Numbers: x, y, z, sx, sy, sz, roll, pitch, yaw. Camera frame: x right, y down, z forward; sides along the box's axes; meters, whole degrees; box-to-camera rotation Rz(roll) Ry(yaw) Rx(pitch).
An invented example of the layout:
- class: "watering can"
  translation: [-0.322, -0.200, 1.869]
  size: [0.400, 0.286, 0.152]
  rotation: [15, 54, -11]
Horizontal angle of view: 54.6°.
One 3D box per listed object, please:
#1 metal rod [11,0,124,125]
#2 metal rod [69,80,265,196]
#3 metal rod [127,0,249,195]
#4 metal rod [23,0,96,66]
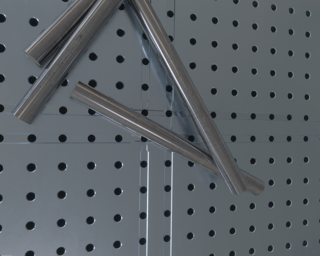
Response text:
- class: "metal rod"
  translation: [-0.073, -0.133, 0.370]
  size: [0.025, 0.025, 0.300]
  rotation: [37, 84, -16]
- class: "metal rod"
  translation: [0.023, 0.022, 0.420]
  size: [0.301, 0.025, 0.025]
  rotation: [29, 81, -18]
- class: "metal rod"
  translation: [0.037, -0.047, 0.410]
  size: [0.025, 0.025, 0.299]
  rotation: [-30, 94, -17]
- class: "metal rod"
  translation: [-0.057, -0.195, 0.391]
  size: [0.025, 0.025, 0.300]
  rotation: [42, 77, -15]
